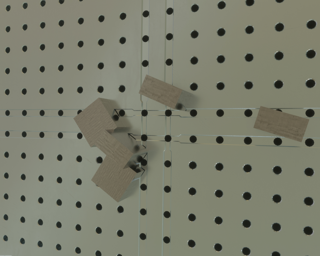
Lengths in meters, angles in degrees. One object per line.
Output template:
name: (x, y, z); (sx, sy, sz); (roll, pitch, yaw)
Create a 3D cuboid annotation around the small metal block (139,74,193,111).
small metal block: (0.009, -0.044, 0.396); (0.050, 0.050, 0.025); (26, 99, 18)

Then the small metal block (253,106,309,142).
small metal block: (0.136, -0.005, 0.351); (0.050, 0.050, 0.025); (18, 96, 18)

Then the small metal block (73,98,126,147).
small metal block: (-0.086, -0.008, 0.442); (0.050, 0.025, 0.050); (-36, 79, 16)

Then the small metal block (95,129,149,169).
small metal block: (-0.050, 0.027, 0.416); (0.050, 0.050, 0.025); (38, 102, 15)

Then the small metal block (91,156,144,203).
small metal block: (-0.059, 0.066, 0.432); (0.050, 0.025, 0.050); (36, 101, 16)
